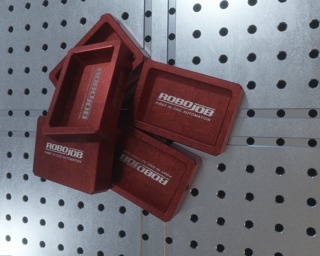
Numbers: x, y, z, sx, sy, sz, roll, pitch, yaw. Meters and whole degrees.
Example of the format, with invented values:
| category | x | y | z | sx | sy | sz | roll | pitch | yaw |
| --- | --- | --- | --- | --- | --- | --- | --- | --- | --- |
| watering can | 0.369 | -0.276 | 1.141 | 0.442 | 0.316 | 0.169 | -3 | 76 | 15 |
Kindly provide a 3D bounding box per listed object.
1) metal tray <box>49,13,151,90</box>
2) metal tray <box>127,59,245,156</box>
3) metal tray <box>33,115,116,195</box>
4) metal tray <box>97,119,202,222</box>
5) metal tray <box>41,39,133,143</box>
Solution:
| category | x | y | z | sx | sy | sz | roll | pitch | yaw |
| --- | --- | --- | --- | --- | --- | --- | --- | --- | --- |
| metal tray | -0.086 | -0.083 | 0.440 | 0.130 | 0.030 | 0.090 | -41 | 76 | 15 |
| metal tray | 0.031 | -0.028 | 0.398 | 0.130 | 0.030 | 0.090 | 19 | 97 | 18 |
| metal tray | -0.124 | 0.033 | 0.436 | 0.130 | 0.030 | 0.090 | 8 | 94 | 34 |
| metal tray | -0.022 | 0.053 | 0.417 | 0.130 | 0.030 | 0.090 | 27 | 99 | 18 |
| metal tray | -0.091 | -0.047 | 0.397 | 0.090 | 0.030 | 0.130 | -2 | 65 | 27 |
